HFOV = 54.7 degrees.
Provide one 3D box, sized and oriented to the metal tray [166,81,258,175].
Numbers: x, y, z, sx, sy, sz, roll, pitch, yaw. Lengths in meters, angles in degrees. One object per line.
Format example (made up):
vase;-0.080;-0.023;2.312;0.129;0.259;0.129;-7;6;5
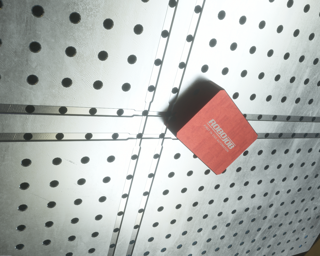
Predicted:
metal tray;0.081;0.005;0.457;0.090;0.030;0.130;-45;130;3
